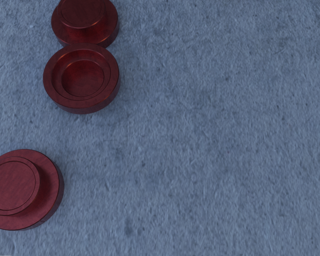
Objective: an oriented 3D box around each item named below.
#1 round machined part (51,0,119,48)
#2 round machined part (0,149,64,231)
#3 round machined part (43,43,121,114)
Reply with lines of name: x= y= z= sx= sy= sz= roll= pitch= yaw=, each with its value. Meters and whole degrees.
round machined part: x=-0.112 y=-0.162 z=0.457 sx=0.099 sy=0.042 sz=0.098 roll=0 pitch=70 yaw=-1
round machined part: x=-0.170 y=0.072 z=0.371 sx=0.099 sy=0.042 sz=0.098 roll=0 pitch=70 yaw=-1
round machined part: x=-0.102 y=-0.063 z=0.421 sx=0.099 sy=0.042 sz=0.098 roll=0 pitch=70 yaw=-1
